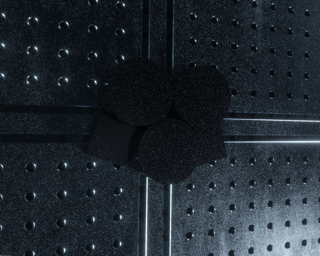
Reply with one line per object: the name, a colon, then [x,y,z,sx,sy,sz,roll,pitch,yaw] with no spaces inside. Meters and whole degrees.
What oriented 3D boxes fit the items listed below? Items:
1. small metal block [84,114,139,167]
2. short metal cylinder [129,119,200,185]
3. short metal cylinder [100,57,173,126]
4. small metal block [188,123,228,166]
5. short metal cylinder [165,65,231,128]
small metal block: [-0.061,0.016,0.386,0.050,0.025,0.050,22,83,-19]
short metal cylinder: [0.004,0.028,0.397,0.081,0.050,0.079,0,90,-20]
short metal cylinder: [-0.030,-0.043,0.384,0.081,0.050,0.079,0,90,-20]
small metal block: [0.061,0.022,0.432,0.050,0.025,0.050,-15,95,-20]
short metal cylinder: [0.046,-0.040,0.412,0.081,0.050,0.079,0,90,-20]
